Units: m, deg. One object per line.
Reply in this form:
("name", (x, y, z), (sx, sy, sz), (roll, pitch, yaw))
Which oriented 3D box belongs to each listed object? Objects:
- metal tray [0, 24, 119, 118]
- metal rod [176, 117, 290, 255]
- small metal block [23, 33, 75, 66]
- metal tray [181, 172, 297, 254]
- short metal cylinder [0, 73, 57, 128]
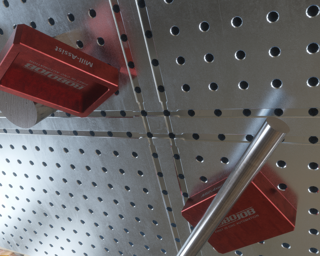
("metal tray", (-0.129, -0.063, 0.387), (0.131, 0.030, 0.090), (21, 141, -37))
("metal rod", (0.074, 0.107, 0.398), (0.025, 0.025, 0.298), (29, 128, 10))
("small metal block", (-0.149, -0.098, 0.413), (0.050, 0.050, 0.025), (-23, 106, 36))
("metal tray", (0.104, 0.117, 0.425), (0.090, 0.030, 0.129), (47, 129, -5))
("short metal cylinder", (-0.202, -0.046, 0.473), (0.080, 0.050, 0.079), (13, 124, 21))
